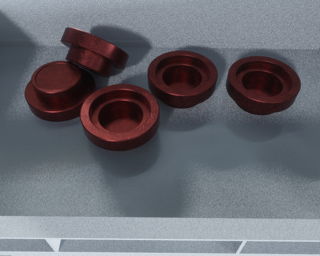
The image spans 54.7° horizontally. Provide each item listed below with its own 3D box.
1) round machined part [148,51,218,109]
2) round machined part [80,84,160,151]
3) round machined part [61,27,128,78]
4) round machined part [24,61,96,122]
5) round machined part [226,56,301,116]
[{"bbox_3d":[0.032,-0.066,0.450,0.099,0.042,0.098,0,50,0],"label":"round machined part"},{"bbox_3d":[-0.050,-0.009,0.401,0.099,0.042,0.098,0,50,0],"label":"round machined part"},{"bbox_3d":[-0.099,-0.106,0.459,0.098,0.098,0.042,23,91,17],"label":"round machined part"},{"bbox_3d":[-0.143,-0.059,0.442,0.099,0.042,0.098,0,50,0],"label":"round machined part"},{"bbox_3d":[0.144,-0.056,0.443,0.099,0.042,0.098,0,50,0],"label":"round machined part"}]
